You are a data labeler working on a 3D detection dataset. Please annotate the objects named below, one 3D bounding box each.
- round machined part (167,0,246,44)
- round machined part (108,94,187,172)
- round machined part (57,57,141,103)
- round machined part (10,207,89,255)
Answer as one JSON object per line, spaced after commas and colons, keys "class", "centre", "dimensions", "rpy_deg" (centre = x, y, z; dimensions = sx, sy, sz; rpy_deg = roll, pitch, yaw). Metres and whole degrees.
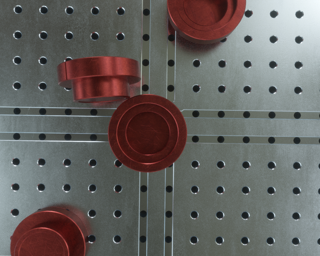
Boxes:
{"class": "round machined part", "centre": [0.058, -0.158, 0.405], "dimensions": [0.099, 0.042, 0.097], "rpy_deg": [0, 90, 0]}
{"class": "round machined part", "centre": [-0.015, 0.006, 0.405], "dimensions": [0.099, 0.042, 0.097], "rpy_deg": [0, 90, 0]}
{"class": "round machined part", "centre": [-0.072, -0.054, 0.376], "dimensions": [0.099, 0.098, 0.042], "rpy_deg": [-5, 90, 0]}
{"class": "round machined part", "centre": [-0.147, 0.157, 0.404], "dimensions": [0.099, 0.042, 0.097], "rpy_deg": [0, 90, 0]}
